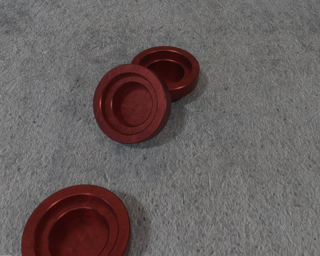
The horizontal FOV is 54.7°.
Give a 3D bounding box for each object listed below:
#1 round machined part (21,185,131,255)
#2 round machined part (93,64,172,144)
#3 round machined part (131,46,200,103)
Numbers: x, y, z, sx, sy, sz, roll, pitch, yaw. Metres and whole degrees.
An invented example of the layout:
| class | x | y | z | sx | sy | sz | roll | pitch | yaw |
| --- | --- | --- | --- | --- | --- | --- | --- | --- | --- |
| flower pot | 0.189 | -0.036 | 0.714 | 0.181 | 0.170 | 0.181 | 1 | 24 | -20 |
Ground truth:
| class | x | y | z | sx | sy | sz | roll | pitch | yaw |
| --- | --- | --- | --- | --- | --- | --- | --- | --- | --- |
| round machined part | -0.077 | 0.108 | 0.301 | 0.099 | 0.042 | 0.098 | 0 | 50 | 0 |
| round machined part | -0.032 | -0.030 | 0.394 | 0.098 | 0.042 | 0.097 | 0 | 91 | 20 |
| round machined part | 0.007 | -0.074 | 0.454 | 0.099 | 0.042 | 0.098 | 0 | 50 | 0 |
